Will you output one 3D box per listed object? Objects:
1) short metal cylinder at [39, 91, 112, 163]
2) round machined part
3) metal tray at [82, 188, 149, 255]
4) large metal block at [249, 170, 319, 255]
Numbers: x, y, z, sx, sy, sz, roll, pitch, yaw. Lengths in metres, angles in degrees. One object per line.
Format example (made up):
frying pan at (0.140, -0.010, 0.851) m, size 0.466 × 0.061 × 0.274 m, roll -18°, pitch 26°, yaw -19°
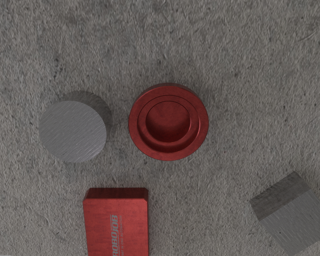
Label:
short metal cylinder at (-0.105, -0.003, 0.394) m, size 0.081 × 0.050 × 0.079 m, roll 0°, pitch 110°, yaw 0°
round machined part at (0.011, -0.011, 0.397) m, size 0.099 × 0.042 × 0.097 m, roll 0°, pitch 110°, yaw 0°
metal tray at (-0.062, 0.153, 0.463) m, size 0.091 × 0.030 × 0.129 m, roll 0°, pitch 110°, yaw 0°
large metal block at (0.190, 0.123, 0.444) m, size 0.080 × 0.050 × 0.080 m, roll -38°, pitch 106°, yaw 12°
